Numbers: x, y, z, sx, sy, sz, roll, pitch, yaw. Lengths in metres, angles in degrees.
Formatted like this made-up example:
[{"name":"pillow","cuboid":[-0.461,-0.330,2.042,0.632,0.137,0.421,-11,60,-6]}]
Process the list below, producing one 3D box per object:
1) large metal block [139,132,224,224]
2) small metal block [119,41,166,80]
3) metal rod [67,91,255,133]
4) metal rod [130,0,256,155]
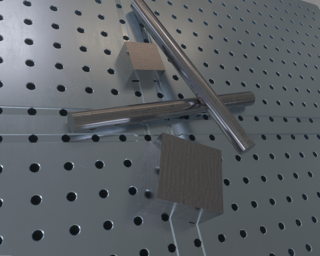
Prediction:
[{"name":"large metal block","cuboid":[0.026,0.061,0.369,0.081,0.050,0.080,17,55,-18]},{"name":"small metal block","cuboid":[-0.026,-0.098,0.454,0.050,0.025,0.050,-5,64,-30]},{"name":"metal rod","cuboid":[0.023,-0.028,0.437,0.303,0.025,0.025,-10,67,-32]},{"name":"metal rod","cuboid":[0.038,-0.088,0.457,0.025,0.025,0.299,-17,63,-35]}]
